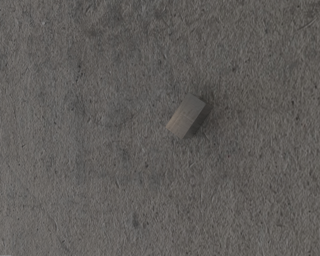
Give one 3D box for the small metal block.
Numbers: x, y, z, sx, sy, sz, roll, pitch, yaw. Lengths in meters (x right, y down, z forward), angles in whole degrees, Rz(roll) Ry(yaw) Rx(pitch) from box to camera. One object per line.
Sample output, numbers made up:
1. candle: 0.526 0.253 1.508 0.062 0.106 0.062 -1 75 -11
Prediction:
1. small metal block: 0.038 -0.014 0.383 0.025 0.050 0.050 36 102 16
